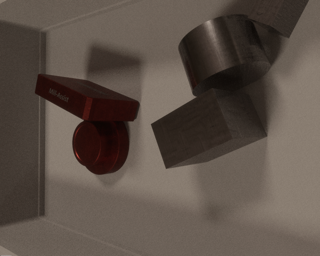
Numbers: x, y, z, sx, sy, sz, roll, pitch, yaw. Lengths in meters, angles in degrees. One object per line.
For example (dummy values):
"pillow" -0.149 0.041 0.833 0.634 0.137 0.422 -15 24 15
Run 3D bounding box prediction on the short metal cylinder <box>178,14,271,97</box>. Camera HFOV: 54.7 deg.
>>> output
"short metal cylinder" 0.064 -0.070 0.317 0.080 0.081 0.050 -26 74 37

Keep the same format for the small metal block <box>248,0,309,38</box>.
"small metal block" 0.116 -0.119 0.294 0.025 0.050 0.050 36 112 34

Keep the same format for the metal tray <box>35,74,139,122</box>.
"metal tray" -0.107 -0.045 0.450 0.130 0.091 0.030 25 106 37

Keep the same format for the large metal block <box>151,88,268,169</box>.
"large metal block" 0.052 0.002 0.327 0.080 0.081 0.050 -30 72 36

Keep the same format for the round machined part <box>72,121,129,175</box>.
"round machined part" -0.097 0.023 0.473 0.098 0.042 0.097 0 90 39
